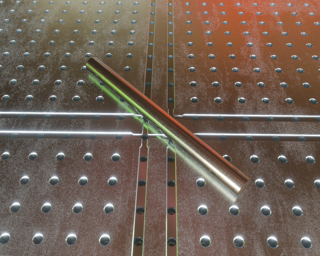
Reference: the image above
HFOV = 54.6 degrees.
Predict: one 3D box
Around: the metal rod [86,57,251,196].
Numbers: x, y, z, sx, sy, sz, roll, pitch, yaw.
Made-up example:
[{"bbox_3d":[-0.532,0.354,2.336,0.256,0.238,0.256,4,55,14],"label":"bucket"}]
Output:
[{"bbox_3d":[-0.006,-0.017,0.423,0.025,0.025,0.300,-35,58,-26],"label":"metal rod"}]
